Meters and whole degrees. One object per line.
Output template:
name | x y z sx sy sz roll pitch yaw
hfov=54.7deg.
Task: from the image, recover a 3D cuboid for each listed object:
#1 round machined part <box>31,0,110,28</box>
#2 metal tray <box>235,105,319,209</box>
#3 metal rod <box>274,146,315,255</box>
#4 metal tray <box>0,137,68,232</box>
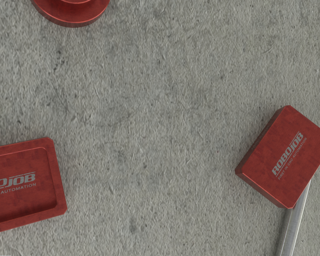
round machined part | -0.104 -0.172 0.362 0.099 0.042 0.097 0 90 -21
metal tray | 0.186 0.042 0.463 0.090 0.030 0.130 38 77 2
metal rod | 0.203 0.164 0.486 0.025 0.025 0.299 19 83 -20
metal tray | -0.178 0.066 0.340 0.131 0.030 0.089 -12 94 -20
